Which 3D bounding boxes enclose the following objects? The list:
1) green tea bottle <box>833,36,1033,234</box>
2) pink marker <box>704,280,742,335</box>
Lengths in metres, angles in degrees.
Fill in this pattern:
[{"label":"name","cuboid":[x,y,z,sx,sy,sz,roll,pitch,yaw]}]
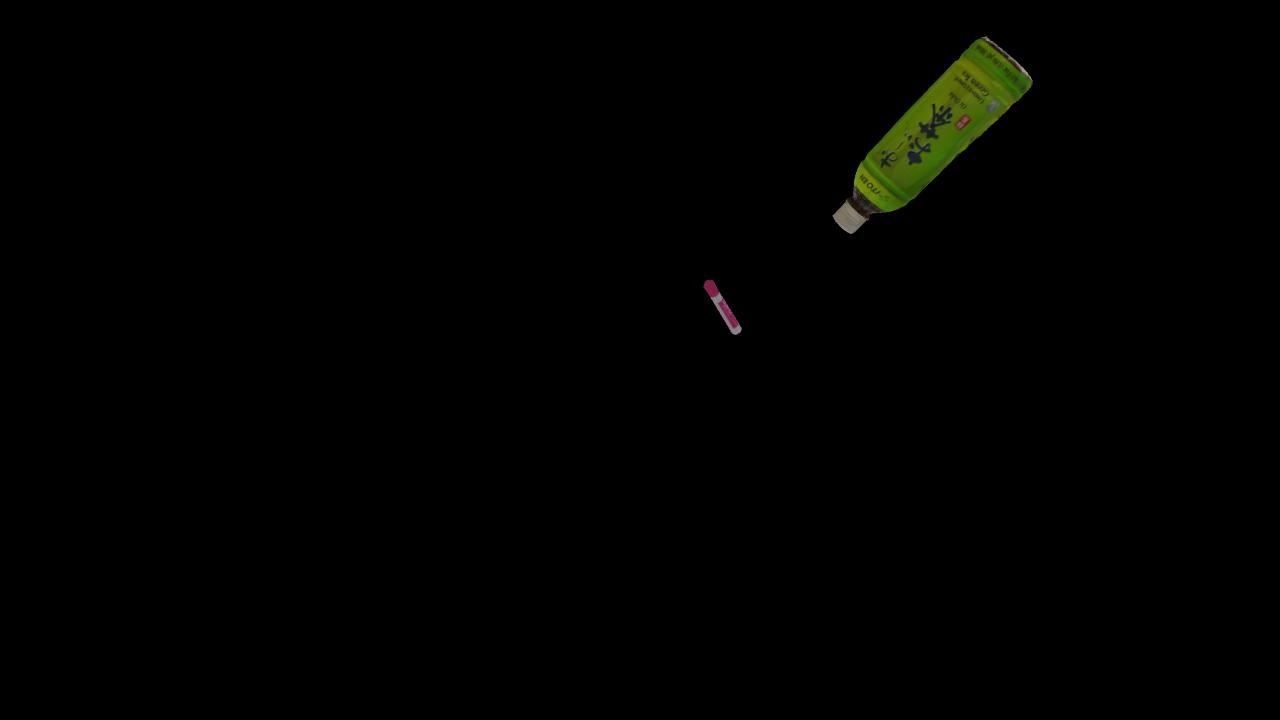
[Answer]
[{"label":"green tea bottle","cuboid":[0.287,-0.218,0.635,0.073,0.073,0.212,0,-38,-45]},{"label":"pink marker","cuboid":[0.135,-0.087,1.009,0.020,0.020,0.121,0,-38,38]}]
